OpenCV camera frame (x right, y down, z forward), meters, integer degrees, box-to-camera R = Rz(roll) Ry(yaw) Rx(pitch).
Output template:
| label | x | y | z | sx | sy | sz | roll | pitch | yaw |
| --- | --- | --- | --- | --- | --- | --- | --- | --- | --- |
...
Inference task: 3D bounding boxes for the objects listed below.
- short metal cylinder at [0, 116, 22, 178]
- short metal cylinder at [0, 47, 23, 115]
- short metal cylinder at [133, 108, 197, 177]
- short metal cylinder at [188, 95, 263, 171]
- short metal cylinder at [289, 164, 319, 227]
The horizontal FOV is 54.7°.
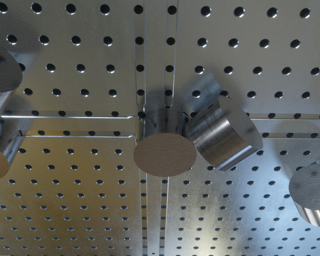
| label | x | y | z | sx | sy | sz | roll | pitch | yaw |
| --- | --- | --- | --- | --- | --- | --- | --- | --- | --- |
| short metal cylinder | -0.235 | 0.025 | 0.413 | 0.081 | 0.050 | 0.079 | 0 | 130 | 0 |
| short metal cylinder | -0.197 | -0.052 | 0.328 | 0.080 | 0.080 | 0.050 | 32 | 123 | -25 |
| short metal cylinder | 0.006 | 0.020 | 0.412 | 0.081 | 0.050 | 0.079 | 0 | 130 | 0 |
| short metal cylinder | 0.081 | 0.006 | 0.382 | 0.080 | 0.080 | 0.050 | 34 | 122 | -26 |
| short metal cylinder | 0.242 | 0.100 | 0.465 | 0.080 | 0.080 | 0.050 | -23 | 127 | 18 |
